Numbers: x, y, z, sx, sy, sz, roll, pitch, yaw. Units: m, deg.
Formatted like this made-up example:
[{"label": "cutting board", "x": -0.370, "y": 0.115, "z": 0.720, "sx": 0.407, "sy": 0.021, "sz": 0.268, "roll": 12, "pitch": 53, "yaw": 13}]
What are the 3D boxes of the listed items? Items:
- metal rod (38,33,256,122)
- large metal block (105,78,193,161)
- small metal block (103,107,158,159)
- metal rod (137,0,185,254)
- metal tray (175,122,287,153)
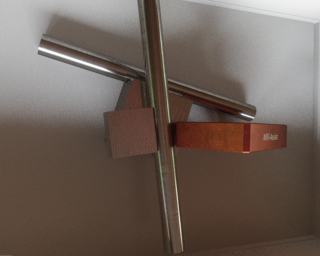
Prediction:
[{"label": "metal rod", "x": -0.001, "y": -0.060, "z": 0.410, "sx": 0.302, "sy": 0.025, "sz": 0.025, "roll": 15, "pitch": 85, "yaw": -20}, {"label": "large metal block", "x": -0.015, "y": -0.008, "z": 0.391, "sx": 0.081, "sy": 0.050, "sz": 0.080, "roll": 19, "pitch": 84, "yaw": -20}, {"label": "small metal block", "x": -0.033, "y": 0.005, "z": 0.344, "sx": 0.050, "sy": 0.025, "sz": 0.050, "roll": -7, "pitch": 92, "yaw": -21}, {"label": "metal rod", "x": 0.001, "y": -0.006, "z": 0.357, "sx": 0.025, "sy": 0.025, "sz": 0.298, "roll": -7, "pitch": 93, "yaw": -20}, {"label": "metal tray", "x": 0.091, "y": 0.009, "z": 0.381, "sx": 0.131, "sy": 0.090, "sz": 0.030, "roll": 1, "pitch": 91, "yaw": -52}]
